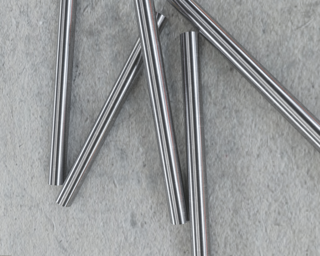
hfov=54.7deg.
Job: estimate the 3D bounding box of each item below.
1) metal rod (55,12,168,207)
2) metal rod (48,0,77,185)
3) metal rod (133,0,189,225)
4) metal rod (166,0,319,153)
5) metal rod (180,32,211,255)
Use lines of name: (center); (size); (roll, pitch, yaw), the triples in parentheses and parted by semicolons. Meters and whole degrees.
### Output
metal rod: (-0.071, -0.020, 0.432); (0.025, 0.025, 0.299); (32, 100, 17)
metal rod: (-0.143, -0.066, 0.457); (0.025, 0.025, 0.298); (5, 91, 19)
metal rod: (0.001, -0.027, 0.391); (0.025, 0.025, 0.298); (-8, 93, 19)
metal rod: (0.110, -0.068, 0.369); (0.025, 0.025, 0.300); (-44, 77, 14)
metal rod: (0.045, 0.030, 0.392); (0.025, 0.025, 0.298); (-3, 89, 19)
